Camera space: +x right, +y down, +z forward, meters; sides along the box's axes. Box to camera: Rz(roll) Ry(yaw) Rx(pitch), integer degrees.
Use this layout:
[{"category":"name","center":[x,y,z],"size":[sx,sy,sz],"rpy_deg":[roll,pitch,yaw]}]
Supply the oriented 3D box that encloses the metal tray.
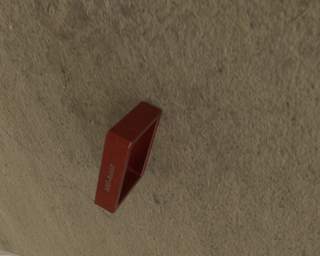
[{"category":"metal tray","center":[-0.042,0.039,0.409],"size":[0.030,0.090,0.129],"rpy_deg":[26,127,12]}]
